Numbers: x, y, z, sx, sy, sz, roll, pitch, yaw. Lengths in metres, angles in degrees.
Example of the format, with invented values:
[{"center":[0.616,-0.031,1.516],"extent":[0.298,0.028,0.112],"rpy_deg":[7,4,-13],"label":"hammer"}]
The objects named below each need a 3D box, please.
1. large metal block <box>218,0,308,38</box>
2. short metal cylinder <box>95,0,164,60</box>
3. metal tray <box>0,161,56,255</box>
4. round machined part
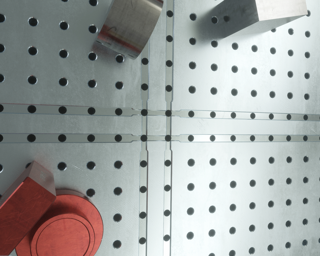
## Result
[{"center":[0.142,-0.167,0.435],"extent":[0.081,0.080,0.050],"rpy_deg":[-14,95,-20],"label":"large metal block"},{"center":[-0.038,-0.128,0.369],"extent":[0.050,0.080,0.080],"rpy_deg":[23,82,-19],"label":"short metal cylinder"},{"center":[-0.146,0.083,0.303],"extent":[0.030,0.130,0.090],"rpy_deg":[42,77,-15],"label":"metal tray"},{"center":[-0.113,0.124,0.357],"extent":[0.099,0.042,0.097],"rpy_deg":[-2,95,-24],"label":"round machined part"}]
